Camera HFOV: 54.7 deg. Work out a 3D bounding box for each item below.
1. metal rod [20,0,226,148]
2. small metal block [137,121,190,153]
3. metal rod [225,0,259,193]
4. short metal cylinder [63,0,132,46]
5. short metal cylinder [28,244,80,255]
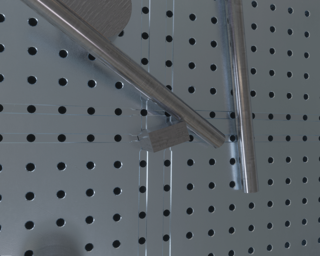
[{"bbox_3d":[-0.022,-0.058,0.370,0.301,0.025,0.025,36,78,-30],"label":"metal rod"},{"bbox_3d":[0.004,0.010,0.401,0.050,0.050,0.025,-18,97,-19],"label":"small metal block"},{"bbox_3d":[0.120,-0.054,0.457,0.025,0.025,0.298,-7,92,-20],"label":"metal rod"},{"bbox_3d":[-0.079,-0.141,0.370,0.081,0.050,0.079,0,90,-20],"label":"short metal cylinder"},{"bbox_3d":[-0.124,0.182,0.354,0.081,0.050,0.079,0,90,-20],"label":"short metal cylinder"}]
